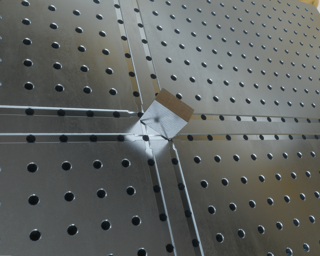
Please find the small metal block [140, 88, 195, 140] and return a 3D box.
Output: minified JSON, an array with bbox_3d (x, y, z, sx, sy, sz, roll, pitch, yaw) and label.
[{"bbox_3d":[0.009,-0.017,0.409,0.050,0.050,0.025,35,51,-6],"label":"small metal block"}]
